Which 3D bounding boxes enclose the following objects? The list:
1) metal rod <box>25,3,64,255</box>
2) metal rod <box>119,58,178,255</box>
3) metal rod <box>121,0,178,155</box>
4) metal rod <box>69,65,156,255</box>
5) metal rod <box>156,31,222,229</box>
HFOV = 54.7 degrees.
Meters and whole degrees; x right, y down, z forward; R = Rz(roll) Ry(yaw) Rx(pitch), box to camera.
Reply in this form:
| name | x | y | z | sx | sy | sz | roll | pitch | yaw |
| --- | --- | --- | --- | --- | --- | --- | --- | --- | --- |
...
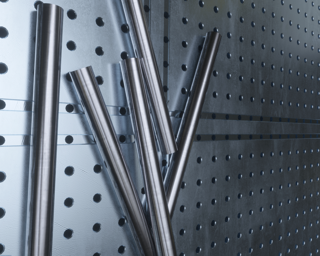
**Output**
| name | x | y | z | sx | sy | sz | roll | pitch | yaw |
| --- | --- | --- | --- | --- | --- | --- | --- | --- | --- |
| metal rod | -0.117 | 0.027 | 0.311 | 0.025 | 0.025 | 0.298 | 4 | 88 | -40 |
| metal rod | -0.009 | 0.063 | 0.384 | 0.025 | 0.025 | 0.298 | -12 | 92 | -40 |
| metal rod | -0.023 | -0.110 | 0.391 | 0.025 | 0.025 | 0.298 | -23 | 105 | -38 |
| metal rod | -0.042 | 0.073 | 0.375 | 0.025 | 0.025 | 0.298 | -29 | 109 | -36 |
| metal rod | 0.042 | -0.004 | 0.446 | 0.025 | 0.025 | 0.299 | 28 | 73 | -37 |
